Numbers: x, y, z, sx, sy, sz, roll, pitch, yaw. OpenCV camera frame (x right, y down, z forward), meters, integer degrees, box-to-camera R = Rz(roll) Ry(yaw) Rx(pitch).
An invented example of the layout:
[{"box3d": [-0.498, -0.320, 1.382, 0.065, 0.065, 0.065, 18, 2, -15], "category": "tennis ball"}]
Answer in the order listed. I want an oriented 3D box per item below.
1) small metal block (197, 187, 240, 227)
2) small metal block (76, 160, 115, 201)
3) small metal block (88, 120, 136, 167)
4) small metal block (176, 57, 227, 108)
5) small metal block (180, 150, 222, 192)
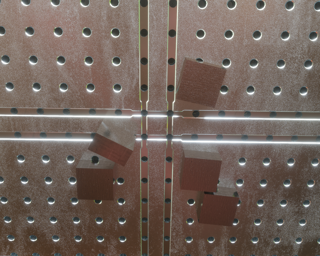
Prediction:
[{"box3d": [0.084, 0.114, 0.456, 0.050, 0.025, 0.050, 7, 110, -3], "category": "small metal block"}, {"box3d": [-0.090, 0.074, 0.440, 0.050, 0.025, 0.050, 2, 110, -1], "category": "small metal block"}, {"box3d": [-0.061, 0.019, 0.406, 0.050, 0.050, 0.025, 27, 108, -10], "category": "small metal block"}, {"box3d": [0.050, -0.058, 0.392, 0.050, 0.025, 0.050, 13, 110, -5], "category": "small metal block"}, {"box3d": [0.056, 0.060, 0.436, 0.050, 0.025, 0.050, 5, 110, -2], "category": "small metal block"}]
